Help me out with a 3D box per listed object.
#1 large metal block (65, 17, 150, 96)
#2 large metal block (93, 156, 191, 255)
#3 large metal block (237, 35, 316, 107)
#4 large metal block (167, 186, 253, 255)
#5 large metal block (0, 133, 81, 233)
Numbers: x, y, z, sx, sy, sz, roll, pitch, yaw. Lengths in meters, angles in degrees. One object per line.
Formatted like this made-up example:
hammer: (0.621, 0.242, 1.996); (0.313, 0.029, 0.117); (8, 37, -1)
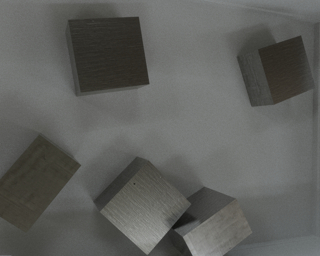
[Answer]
large metal block: (-0.065, -0.085, 0.374); (0.081, 0.050, 0.079); (-10, 94, -20)
large metal block: (-0.023, 0.094, 0.390); (0.080, 0.050, 0.080); (-46, 105, -14)
large metal block: (0.173, -0.083, 0.463); (0.081, 0.050, 0.080); (-21, 97, -19)
large metal block: (0.056, 0.126, 0.404); (0.080, 0.080, 0.050); (-30, 100, -18)
large metal block: (-0.135, 0.053, 0.332); (0.050, 0.080, 0.080); (41, 77, -16)
